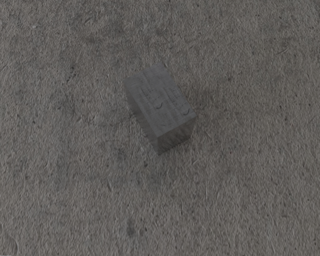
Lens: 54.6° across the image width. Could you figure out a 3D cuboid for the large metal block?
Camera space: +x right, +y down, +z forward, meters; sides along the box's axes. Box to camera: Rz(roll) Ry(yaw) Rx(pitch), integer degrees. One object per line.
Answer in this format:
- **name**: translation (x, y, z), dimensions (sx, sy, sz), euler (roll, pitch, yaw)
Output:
- **large metal block**: translation (-0.001, -0.021, 0.387), dimensions (0.050, 0.080, 0.080), euler (-28, 73, -10)
